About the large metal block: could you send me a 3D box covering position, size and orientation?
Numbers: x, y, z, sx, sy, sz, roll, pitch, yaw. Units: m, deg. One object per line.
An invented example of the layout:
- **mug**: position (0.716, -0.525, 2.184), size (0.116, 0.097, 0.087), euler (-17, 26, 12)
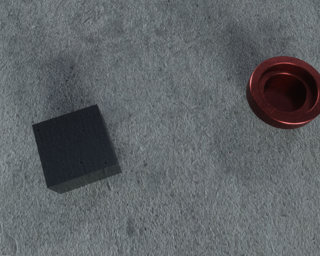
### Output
- **large metal block**: position (-0.101, 0.027, 0.384), size (0.080, 0.050, 0.080), euler (-19, 71, -7)

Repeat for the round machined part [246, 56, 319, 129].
- **round machined part**: position (0.165, -0.044, 0.416), size (0.099, 0.042, 0.098), euler (0, 70, 0)
